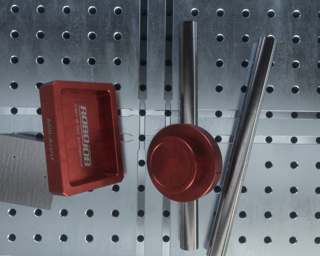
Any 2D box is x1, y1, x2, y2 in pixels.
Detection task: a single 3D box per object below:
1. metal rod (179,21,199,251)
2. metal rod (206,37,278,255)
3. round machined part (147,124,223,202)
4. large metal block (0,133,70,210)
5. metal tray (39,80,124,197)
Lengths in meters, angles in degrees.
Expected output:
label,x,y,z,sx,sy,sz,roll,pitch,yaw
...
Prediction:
label,x,y,z,sx,sy,sz,roll,pitch,yaw
metal rod,0.038,0.010,0.413,0.025,0.025,0.298,0,90,-1
metal rod,0.109,0.027,0.414,0.025,0.025,0.298,14,90,-1
round machined part,0.023,0.043,0.383,0.098,0.042,0.097,0,90,32
large metal block,-0.165,0.053,0.399,0.080,0.050,0.080,10,90,-1
metal tray,-0.093,0.010,0.381,0.030,0.091,0.129,-5,90,41
